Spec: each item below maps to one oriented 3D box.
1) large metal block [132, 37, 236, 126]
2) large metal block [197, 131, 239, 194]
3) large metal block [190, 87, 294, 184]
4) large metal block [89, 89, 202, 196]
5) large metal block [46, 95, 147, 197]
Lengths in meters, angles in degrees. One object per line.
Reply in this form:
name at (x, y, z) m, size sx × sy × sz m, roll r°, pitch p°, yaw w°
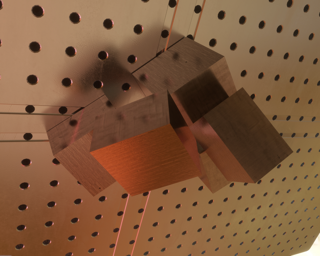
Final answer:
large metal block at (0.026, -0.052, 0.357) m, size 0.080 × 0.080 × 0.050 m, roll -36°, pitch 129°, yaw -5°
large metal block at (0.064, 0.029, 0.428) m, size 0.050 × 0.080 × 0.080 m, roll -30°, pitch 129°, yaw -10°
large metal block at (0.081, 0.012, 0.337) m, size 0.050 × 0.080 × 0.080 m, roll -37°, pitch 87°, yaw -10°
large metal block at (-0.012, 0.018, 0.316) m, size 0.080 × 0.050 × 0.080 m, roll -20°, pitch 131°, yaw 15°
large metal block at (-0.072, 0.021, 0.369) m, size 0.080 × 0.050 × 0.080 m, roll -34°, pitch 129°, yaw -6°
